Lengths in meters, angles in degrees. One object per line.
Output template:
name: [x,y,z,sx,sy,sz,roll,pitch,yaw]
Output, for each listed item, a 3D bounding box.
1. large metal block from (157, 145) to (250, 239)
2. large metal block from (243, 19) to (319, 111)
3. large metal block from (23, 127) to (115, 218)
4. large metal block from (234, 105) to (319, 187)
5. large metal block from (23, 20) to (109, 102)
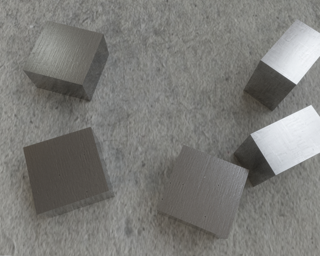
large metal block: [0.049,0.077,0.368,0.080,0.050,0.080,21,71,7]
large metal block: [0.165,-0.080,0.410,0.050,0.080,0.080,39,75,13]
large metal block: [-0.108,0.054,0.374,0.081,0.050,0.080,-18,71,-7]
large metal block: [0.145,0.025,0.372,0.080,0.080,0.050,-24,72,-9]
large metal block: [-0.125,-0.092,0.427,0.080,0.050,0.080,15,71,5]
